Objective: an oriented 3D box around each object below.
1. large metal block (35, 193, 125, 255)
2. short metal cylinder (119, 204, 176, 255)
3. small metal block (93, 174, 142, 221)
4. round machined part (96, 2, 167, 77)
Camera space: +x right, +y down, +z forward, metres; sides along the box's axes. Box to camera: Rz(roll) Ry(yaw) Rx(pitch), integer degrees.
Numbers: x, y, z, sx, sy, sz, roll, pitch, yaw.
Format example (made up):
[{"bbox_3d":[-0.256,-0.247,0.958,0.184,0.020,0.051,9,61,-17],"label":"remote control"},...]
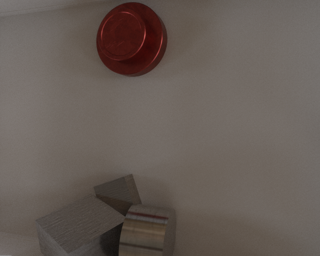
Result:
[{"bbox_3d":[-0.095,0.134,0.384,0.080,0.081,0.050,19,119,42],"label":"large metal block"},{"bbox_3d":[-0.012,0.137,0.382,0.050,0.080,0.079,4,92,13],"label":"short metal cylinder"},{"bbox_3d":[-0.058,0.096,0.430,0.050,0.025,0.050,-21,83,18],"label":"small metal block"},{"bbox_3d":[-0.043,-0.121,0.416,0.098,0.042,0.097,0,90,19],"label":"round machined part"}]
